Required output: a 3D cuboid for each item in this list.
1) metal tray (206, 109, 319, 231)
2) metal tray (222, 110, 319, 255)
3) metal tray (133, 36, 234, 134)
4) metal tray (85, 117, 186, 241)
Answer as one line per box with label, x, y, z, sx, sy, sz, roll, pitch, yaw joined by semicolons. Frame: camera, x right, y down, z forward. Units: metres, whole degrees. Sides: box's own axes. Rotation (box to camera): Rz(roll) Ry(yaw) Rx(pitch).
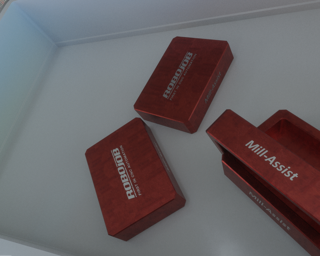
metal tray;0.107;0.045;0.279;0.030;0.090;0.130;-46;51;-2
metal tray;0.134;0.048;0.290;0.090;0.030;0.130;-36;51;-11
metal tray;0.033;-0.064;0.424;0.090;0.030;0.130;17;70;34
metal tray;-0.036;0.059;0.385;0.090;0.030;0.130;-33;51;6
